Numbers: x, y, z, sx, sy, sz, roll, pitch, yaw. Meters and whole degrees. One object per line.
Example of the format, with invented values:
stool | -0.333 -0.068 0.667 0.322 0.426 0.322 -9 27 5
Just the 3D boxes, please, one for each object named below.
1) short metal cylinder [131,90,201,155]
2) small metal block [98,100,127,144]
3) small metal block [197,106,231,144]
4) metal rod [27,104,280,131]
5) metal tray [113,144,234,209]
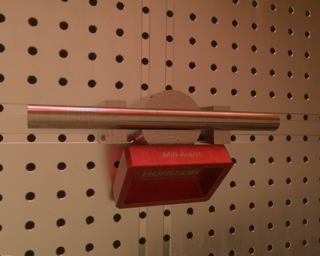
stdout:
short metal cylinder | 0.007 -0.007 0.401 0.081 0.050 0.080 0 90 -20
small metal block | -0.059 -0.007 0.378 0.025 0.050 0.050 -1 91 -20
small metal block | 0.072 -0.004 0.426 0.025 0.050 0.050 -1 91 -20
metal rod | 0.010 -0.010 0.363 0.302 0.025 0.025 1 90 -20
metal tray | 0.014 0.060 0.386 0.131 0.089 0.030 0 47 -20
